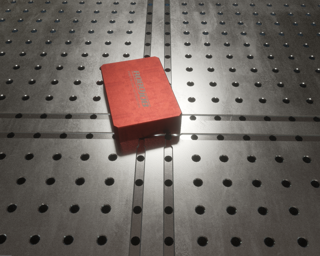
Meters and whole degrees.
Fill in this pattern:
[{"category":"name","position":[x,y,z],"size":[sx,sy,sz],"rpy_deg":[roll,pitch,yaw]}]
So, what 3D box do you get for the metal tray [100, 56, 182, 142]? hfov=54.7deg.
[{"category":"metal tray","position":[-0.030,-0.046,0.443],"size":[0.091,0.030,0.130],"rpy_deg":[-11,51,-10]}]
